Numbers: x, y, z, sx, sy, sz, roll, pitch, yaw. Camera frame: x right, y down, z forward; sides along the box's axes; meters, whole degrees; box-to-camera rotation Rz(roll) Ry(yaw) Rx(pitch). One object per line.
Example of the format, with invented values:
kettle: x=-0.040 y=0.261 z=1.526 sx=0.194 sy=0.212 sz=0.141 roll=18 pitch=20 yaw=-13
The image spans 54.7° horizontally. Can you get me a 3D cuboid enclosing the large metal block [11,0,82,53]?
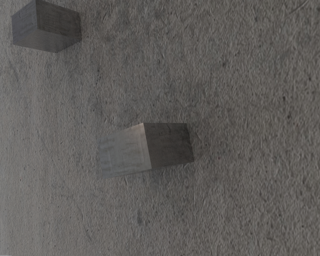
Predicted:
large metal block: x=-0.193 y=-0.170 z=0.529 sx=0.080 sy=0.081 sz=0.050 roll=-10 pitch=84 yaw=39

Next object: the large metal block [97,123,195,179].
large metal block: x=-0.017 y=0.028 z=0.383 sx=0.080 sy=0.081 sz=0.050 roll=-18 pitch=79 yaw=38
